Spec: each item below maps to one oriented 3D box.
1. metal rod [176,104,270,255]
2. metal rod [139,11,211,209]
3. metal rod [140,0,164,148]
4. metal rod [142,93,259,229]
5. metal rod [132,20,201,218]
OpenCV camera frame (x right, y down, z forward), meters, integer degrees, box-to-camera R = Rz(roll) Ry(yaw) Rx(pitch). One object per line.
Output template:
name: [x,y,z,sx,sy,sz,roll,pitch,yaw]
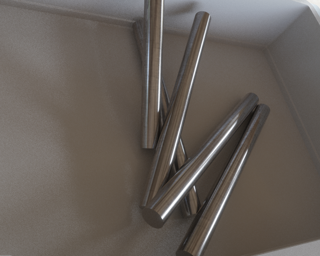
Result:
metal rod: [0.099,0.049,0.409,0.025,0.025,0.301,42,45,0]
metal rod: [0.027,-0.039,0.404,0.025,0.025,0.300,24,62,-14]
metal rod: [-0.008,-0.124,0.386,0.025,0.025,0.298,2,90,-28]
metal rod: [0.073,0.020,0.408,0.025,0.025,0.302,46,44,4]
metal rod: [0.004,-0.029,0.425,0.025,0.025,0.299,-1,62,-29]
